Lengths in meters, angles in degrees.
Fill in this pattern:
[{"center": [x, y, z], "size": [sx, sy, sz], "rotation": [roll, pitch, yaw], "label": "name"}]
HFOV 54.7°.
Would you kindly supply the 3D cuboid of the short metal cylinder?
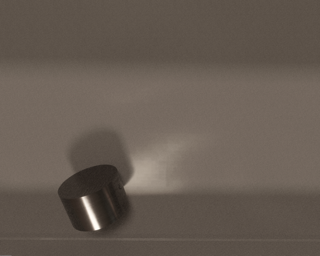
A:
[{"center": [-0.088, 0.091, 0.414], "size": [0.080, 0.080, 0.050], "rotation": [-14, 110, 5], "label": "short metal cylinder"}]
